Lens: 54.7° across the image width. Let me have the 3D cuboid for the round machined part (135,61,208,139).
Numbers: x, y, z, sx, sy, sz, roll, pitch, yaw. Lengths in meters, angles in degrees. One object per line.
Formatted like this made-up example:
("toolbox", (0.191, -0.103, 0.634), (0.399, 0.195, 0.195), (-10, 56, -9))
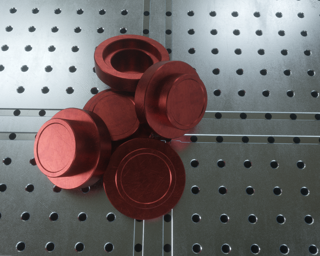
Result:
("round machined part", (0.021, -0.034, 0.384), (0.042, 0.098, 0.098), (15, 64, 49))

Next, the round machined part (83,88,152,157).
("round machined part", (-0.056, -0.010, 0.404), (0.099, 0.042, 0.098), (0, 70, -1))

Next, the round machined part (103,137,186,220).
("round machined part", (-0.018, 0.059, 0.368), (0.099, 0.042, 0.097), (1, 81, -6))

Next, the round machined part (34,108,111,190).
("round machined part", (-0.110, 0.024, 0.367), (0.098, 0.042, 0.097), (-3, 83, 29))

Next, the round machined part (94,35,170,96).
("round machined part", (-0.038, -0.082, 0.420), (0.099, 0.042, 0.098), (4, 49, -4))
